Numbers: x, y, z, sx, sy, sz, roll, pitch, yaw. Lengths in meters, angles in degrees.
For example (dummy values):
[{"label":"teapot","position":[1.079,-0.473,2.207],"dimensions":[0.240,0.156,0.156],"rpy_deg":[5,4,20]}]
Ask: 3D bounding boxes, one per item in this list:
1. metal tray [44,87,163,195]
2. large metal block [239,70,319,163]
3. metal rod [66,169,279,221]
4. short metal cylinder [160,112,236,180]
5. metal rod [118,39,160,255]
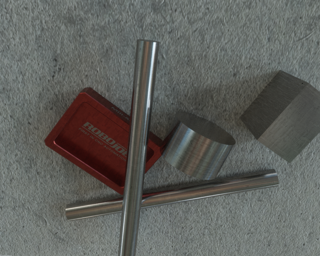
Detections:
[{"label":"metal tray","position":[-0.072,0.020,0.413],"dimensions":[0.130,0.030,0.090],"rpy_deg":[37,106,-13]},{"label":"large metal block","position":[0.152,-0.017,0.376],"dimensions":[0.050,0.080,0.080],"rpy_deg":[34,106,-12]},{"label":"metal rod","position":[0.015,0.097,0.445],"dimensions":[0.302,0.025,0.025],"rpy_deg":[-10,110,3]},{"label":"short metal cylinder","position":[0.046,0.021,0.389],"dimensions":[0.080,0.080,0.050],"rpy_deg":[22,108,-9]},{"label":"metal rod","position":[-0.030,0.043,0.392],"dimensions":[0.025,0.025,0.298],"rpy_deg":[6,110,-3]}]
